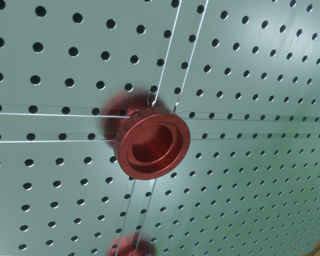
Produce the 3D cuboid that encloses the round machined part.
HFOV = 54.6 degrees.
[{"bbox_3d":[-0.013,0.016,0.402,0.099,0.042,0.097,-14,124,-21],"label":"round machined part"}]
